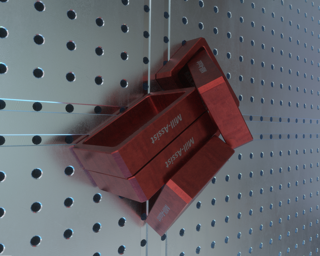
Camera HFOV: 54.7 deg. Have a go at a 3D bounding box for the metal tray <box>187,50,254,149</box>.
[{"bbox_3d":[0.073,-0.041,0.398,0.090,0.030,0.130,58,12,-24],"label":"metal tray"}]

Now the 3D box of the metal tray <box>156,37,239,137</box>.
[{"bbox_3d":[0.061,-0.054,0.458,0.090,0.030,0.130,-51,120,-28],"label":"metal tray"}]

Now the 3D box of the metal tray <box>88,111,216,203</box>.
[{"bbox_3d":[-0.008,0.025,0.360,0.131,0.090,0.030,-40,115,-33],"label":"metal tray"}]

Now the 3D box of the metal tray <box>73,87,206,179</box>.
[{"bbox_3d":[-0.022,0.000,0.350,0.131,0.090,0.030,-40,115,-33],"label":"metal tray"}]

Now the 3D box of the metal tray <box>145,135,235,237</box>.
[{"bbox_3d":[0.033,0.074,0.379,0.030,0.129,0.091,41,56,14],"label":"metal tray"}]
